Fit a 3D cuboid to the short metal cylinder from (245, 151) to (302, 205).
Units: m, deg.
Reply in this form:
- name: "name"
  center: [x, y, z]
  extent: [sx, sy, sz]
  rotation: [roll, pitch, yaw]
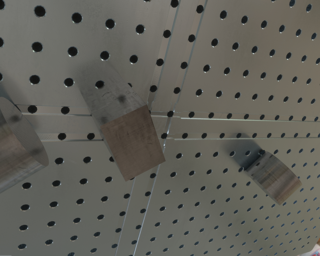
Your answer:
- name: "short metal cylinder"
  center: [0.195, 0.086, 0.535]
  extent: [0.050, 0.080, 0.080]
  rotation: [-44, 129, 2]

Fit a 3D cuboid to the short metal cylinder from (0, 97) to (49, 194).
- name: "short metal cylinder"
  center: [-0.154, 0.017, 0.302]
  extent: [0.050, 0.080, 0.080]
  rotation: [-32, 129, -8]

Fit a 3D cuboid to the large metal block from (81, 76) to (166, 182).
- name: "large metal block"
  center: [-0.042, -0.001, 0.352]
  extent: [0.050, 0.080, 0.080]
  rotation: [-26, 128, -12]
